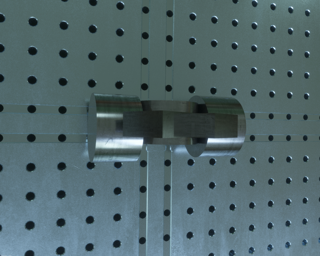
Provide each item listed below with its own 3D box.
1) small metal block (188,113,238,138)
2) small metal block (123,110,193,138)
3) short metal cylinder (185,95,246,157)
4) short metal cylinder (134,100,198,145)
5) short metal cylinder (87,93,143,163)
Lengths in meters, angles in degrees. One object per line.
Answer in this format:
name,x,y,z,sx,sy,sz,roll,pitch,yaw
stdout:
small metal block,0.050,-0.002,0.336,0.050,0.050,0.025,1,90,-51
small metal block,-0.001,-0.004,0.312,0.050,0.050,0.025,1,90,-52
short metal cylinder,0.068,-0.002,0.408,0.050,0.080,0.079,1,90,-19
short metal cylinder,0.007,-0.006,0.386,0.081,0.080,0.050,1,90,-20
short metal cylinder,-0.055,0.000,0.363,0.050,0.080,0.080,1,90,-20
